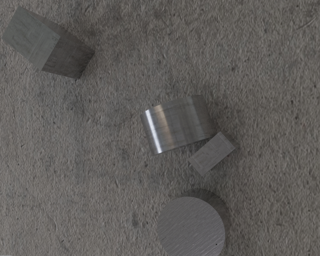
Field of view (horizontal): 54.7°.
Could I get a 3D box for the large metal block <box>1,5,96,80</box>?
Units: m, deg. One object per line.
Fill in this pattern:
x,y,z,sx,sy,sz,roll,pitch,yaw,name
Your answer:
-0.153,-0.116,0.434,0.080,0.080,0.050,38,102,16,large metal block

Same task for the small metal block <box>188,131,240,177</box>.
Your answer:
0.066,0.029,0.372,0.050,0.050,0.025,-43,77,15,small metal block

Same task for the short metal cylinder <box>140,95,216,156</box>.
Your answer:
0.022,-0.002,0.372,0.080,0.080,0.050,-19,84,19,short metal cylinder

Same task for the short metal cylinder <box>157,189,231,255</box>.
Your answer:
0.043,0.119,0.380,0.080,0.050,0.079,0,90,20,short metal cylinder
